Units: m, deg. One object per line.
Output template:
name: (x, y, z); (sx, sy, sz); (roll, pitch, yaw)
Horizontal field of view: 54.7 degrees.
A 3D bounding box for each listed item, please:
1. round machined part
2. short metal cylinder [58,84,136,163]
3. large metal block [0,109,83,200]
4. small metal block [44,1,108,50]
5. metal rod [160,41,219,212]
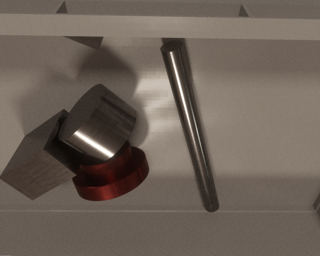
round machined part: (-0.067, 0.048, 0.404); (0.098, 0.098, 0.042); (-11, 113, 9)
short metal cylinder: (-0.074, -0.005, 0.367); (0.080, 0.080, 0.050); (-36, 122, 26)
large metal block: (-0.143, 0.033, 0.397); (0.080, 0.080, 0.050); (-30, 121, 22)
small metal block: (-0.081, -0.098, 0.304); (0.050, 0.050, 0.025); (19, 99, -16)
metal rod: (0.050, 0.022, 0.428); (0.025, 0.025, 0.299); (-12, 130, 9)
